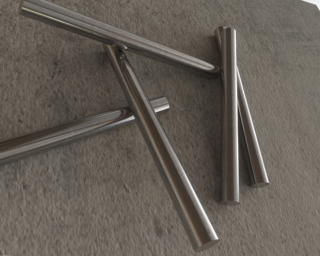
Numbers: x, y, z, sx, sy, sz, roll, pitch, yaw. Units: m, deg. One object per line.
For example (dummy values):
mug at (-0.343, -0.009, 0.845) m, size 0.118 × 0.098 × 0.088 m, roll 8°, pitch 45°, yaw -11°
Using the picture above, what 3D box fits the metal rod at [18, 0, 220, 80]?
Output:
metal rod at (-0.030, -0.114, 0.425) m, size 0.302 × 0.025 × 0.025 m, roll 10°, pitch 57°, yaw -35°

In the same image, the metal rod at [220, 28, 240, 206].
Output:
metal rod at (0.104, -0.035, 0.467) m, size 0.025 × 0.025 × 0.299 m, roll 17°, pitch 60°, yaw -19°

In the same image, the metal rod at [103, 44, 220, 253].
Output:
metal rod at (-0.013, -0.007, 0.358) m, size 0.025 × 0.025 × 0.299 m, roll -4°, pitch 50°, yaw -30°

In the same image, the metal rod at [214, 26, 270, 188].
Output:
metal rod at (0.127, -0.050, 0.504) m, size 0.025 × 0.025 × 0.299 m, roll 8°, pitch 58°, yaw -24°

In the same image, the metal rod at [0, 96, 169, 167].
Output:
metal rod at (-0.111, 0.009, 0.338) m, size 0.302 × 0.025 × 0.025 m, roll -19°, pitch 72°, yaw -36°
